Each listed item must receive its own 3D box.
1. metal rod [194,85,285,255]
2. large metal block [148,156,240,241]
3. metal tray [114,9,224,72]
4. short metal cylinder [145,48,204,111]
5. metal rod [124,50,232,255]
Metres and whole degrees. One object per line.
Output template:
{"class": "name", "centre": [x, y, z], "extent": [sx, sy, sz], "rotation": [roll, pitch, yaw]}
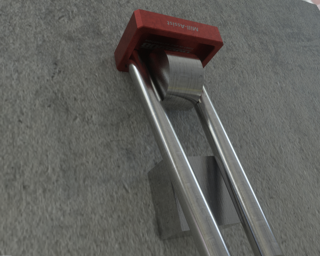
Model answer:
{"class": "metal rod", "centre": [0.070, 0.011, 0.378], "extent": [0.025, 0.025, 0.300], "rotation": [8, 43, -24]}
{"class": "large metal block", "centre": [0.039, 0.080, 0.361], "extent": [0.081, 0.050, 0.080], "rotation": [2, 61, -28]}
{"class": "metal tray", "centre": [0.011, -0.112, 0.439], "extent": [0.131, 0.090, 0.030], "rotation": [2, 61, -28]}
{"class": "short metal cylinder", "centre": [0.015, -0.064, 0.419], "extent": [0.050, 0.080, 0.080], "rotation": [2, 61, -28]}
{"class": "metal rod", "centre": [0.007, 0.009, 0.346], "extent": [0.025, 0.025, 0.300], "rotation": [2, 46, -28]}
